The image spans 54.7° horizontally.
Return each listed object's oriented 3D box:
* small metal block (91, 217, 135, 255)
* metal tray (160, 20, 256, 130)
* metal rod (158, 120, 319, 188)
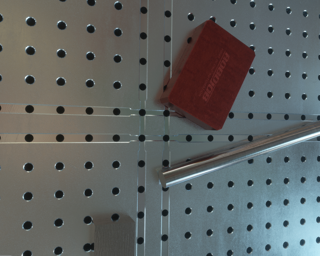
[{"bbox_3d":[-0.060,0.142,0.392,0.050,0.025,0.050,2,90,-21],"label":"small metal block"},{"bbox_3d":[0.070,-0.072,0.437,0.090,0.030,0.130,29,80,-18],"label":"metal tray"},{"bbox_3d":[0.141,0.032,0.466,0.302,0.025,0.025,-15,95,-20],"label":"metal rod"}]
